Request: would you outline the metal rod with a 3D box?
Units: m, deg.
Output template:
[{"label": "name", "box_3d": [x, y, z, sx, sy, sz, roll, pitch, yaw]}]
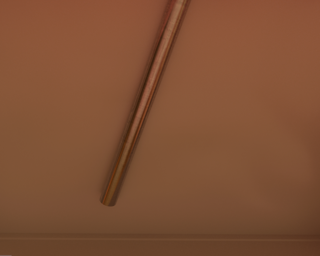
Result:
[{"label": "metal rod", "box_3d": [-0.024, -0.026, 0.401, 0.025, 0.025, 0.298, 19, 109, -7]}]
